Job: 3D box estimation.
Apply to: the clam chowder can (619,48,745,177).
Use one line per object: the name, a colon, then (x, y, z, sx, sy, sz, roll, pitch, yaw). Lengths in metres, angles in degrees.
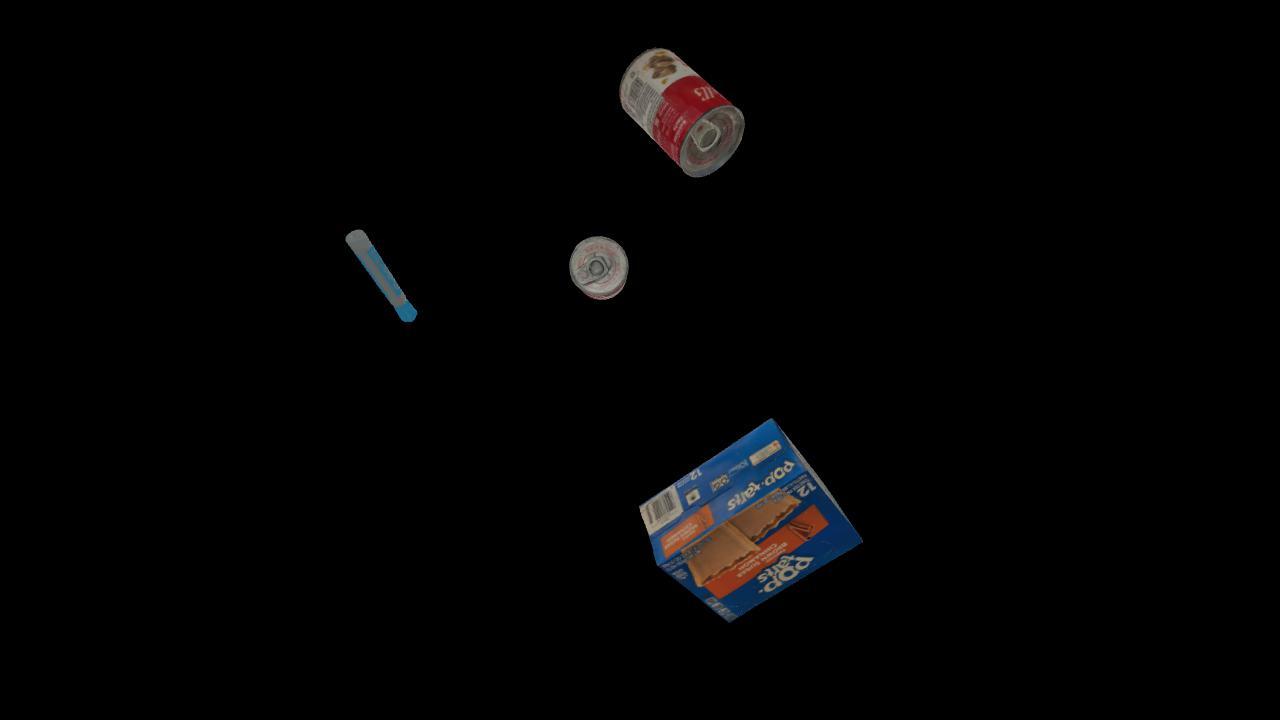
clam chowder can: (0.035, -0.219, 0.543, 0.068, 0.102, 0.068, -29, -28, -17)

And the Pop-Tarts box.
Pop-Tarts box: (0.111, 0.166, 0.623, 0.167, 0.141, 0.083, -35, 34, 10)

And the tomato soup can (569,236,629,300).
tomato soup can: (-0.047, -0.108, 0.739, 0.068, 0.068, 0.101, 0, 3, -1)

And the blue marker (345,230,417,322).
blue marker: (-0.260, -0.081, 0.627, 0.020, 0.020, 0.121, 0, -37, 11)
